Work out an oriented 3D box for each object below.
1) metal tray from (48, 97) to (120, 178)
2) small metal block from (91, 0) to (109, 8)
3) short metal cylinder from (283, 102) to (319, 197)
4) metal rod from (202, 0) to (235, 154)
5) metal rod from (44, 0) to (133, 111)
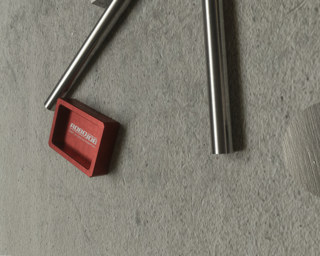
[{"bbox_3d":[-0.128,0.012,0.503,0.130,0.030,0.089,26,106,36],"label":"metal tray"},{"bbox_3d":[-0.082,-0.219,0.470,0.050,0.025,0.050,-14,82,39],"label":"small metal block"},{"bbox_3d":[0.153,0.017,0.262,0.080,0.050,0.079,0,90,39],"label":"short metal cylinder"},{"bbox_3d":[0.062,-0.121,0.352,0.025,0.025,0.298,-6,86,39],"label":"metal rod"},{"bbox_3d":[-0.108,-0.132,0.490,0.299,0.025,0.025,-45,63,30],"label":"metal rod"}]
